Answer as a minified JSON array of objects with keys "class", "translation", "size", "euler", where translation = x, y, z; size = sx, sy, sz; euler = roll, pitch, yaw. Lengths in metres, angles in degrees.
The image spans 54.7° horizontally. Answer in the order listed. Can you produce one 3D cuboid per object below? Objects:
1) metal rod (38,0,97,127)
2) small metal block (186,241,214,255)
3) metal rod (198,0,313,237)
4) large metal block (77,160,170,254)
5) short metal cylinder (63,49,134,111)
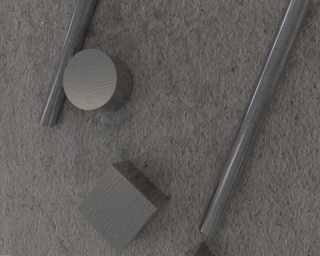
[{"class":"metal rod","translation":[-0.120,-0.144,0.451],"size":[0.025,0.025,0.298],"euler":[23,97,18]},{"class":"small metal block","translation":[0.054,0.174,0.377],"size":[0.025,0.050,0.050],"euler":[-42,77,15]},{"class":"metal rod","translation":[0.110,-0.010,0.369],"size":[0.025,0.025,0.298],"euler":[22,97,18]},{"class":"large metal block","translation":[-0.048,0.102,0.413],"size":[0.080,0.050,0.080],"euler":[41,103,15]},{"class":"short metal cylinder","translation":[-0.084,-0.063,0.425],"size":[0.080,0.050,0.080],"euler":[0,90,20]}]
